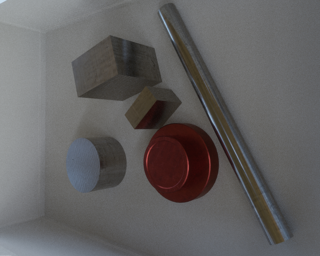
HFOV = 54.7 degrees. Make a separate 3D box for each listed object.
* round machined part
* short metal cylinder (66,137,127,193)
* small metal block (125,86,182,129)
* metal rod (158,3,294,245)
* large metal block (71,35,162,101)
[{"bbox_3d":[0.018,0.043,0.379,0.098,0.042,0.097,0,90,39],"label":"round machined part"},{"bbox_3d":[-0.097,0.054,0.468,0.080,0.050,0.079,0,90,39],"label":"short metal cylinder"},{"bbox_3d":[-0.008,-0.025,0.395,0.050,0.050,0.025,-50,61,28],"label":"small metal block"},{"bbox_3d":[0.064,-0.020,0.352,0.025,0.025,0.299,-36,68,34],"label":"metal rod"},{"bbox_3d":[-0.058,-0.075,0.416,0.080,0.081,0.050,-20,77,38],"label":"large metal block"}]
